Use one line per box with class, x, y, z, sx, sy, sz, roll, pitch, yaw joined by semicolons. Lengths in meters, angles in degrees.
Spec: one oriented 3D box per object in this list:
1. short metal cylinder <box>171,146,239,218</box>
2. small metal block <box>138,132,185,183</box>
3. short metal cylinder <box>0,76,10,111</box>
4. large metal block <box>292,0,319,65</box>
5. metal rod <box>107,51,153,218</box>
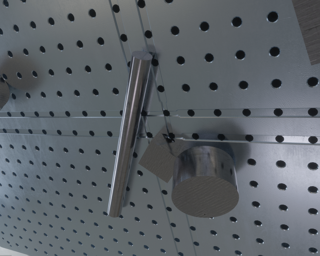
short metal cylinder;0.056;0.069;0.392;0.080;0.050;0.079;3;129;4
small metal block;0.004;0.042;0.435;0.050;0.025;0.050;34;129;6
short metal cylinder;-0.293;-0.052;0.498;0.050;0.080;0.080;-32;101;38
large metal block;0.154;-0.107;0.248;0.080;0.050;0.080;-14;111;34
metal rod;-0.051;0.030;0.456;0.025;0.025;0.298;24;127;13
